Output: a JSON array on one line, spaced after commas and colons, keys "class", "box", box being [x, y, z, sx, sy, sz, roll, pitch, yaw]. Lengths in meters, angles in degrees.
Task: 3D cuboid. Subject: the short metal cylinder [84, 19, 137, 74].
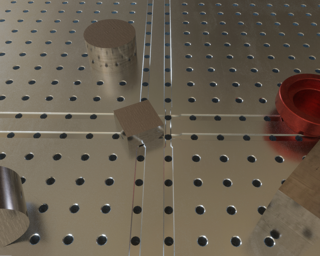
[{"class": "short metal cylinder", "box": [-0.079, -0.133, 0.502, 0.081, 0.050, 0.080, 0, 50, 0]}]

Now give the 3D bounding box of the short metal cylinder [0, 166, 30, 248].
[{"class": "short metal cylinder", "box": [-0.175, 0.081, 0.302, 0.081, 0.080, 0.050, -19, 53, -16]}]

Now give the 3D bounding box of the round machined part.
[{"class": "round machined part", "box": [0.207, -0.027, 0.422, 0.099, 0.042, 0.098, 0, 50, 0]}]

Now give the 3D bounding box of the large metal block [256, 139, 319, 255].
[{"class": "large metal block", "box": [0.151, 0.072, 0.314, 0.050, 0.080, 0.080, 37, 59, 26]}]

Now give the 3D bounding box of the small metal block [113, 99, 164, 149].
[{"class": "small metal block", "box": [-0.028, -0.006, 0.412, 0.050, 0.025, 0.050, -20, 53, -16]}]
